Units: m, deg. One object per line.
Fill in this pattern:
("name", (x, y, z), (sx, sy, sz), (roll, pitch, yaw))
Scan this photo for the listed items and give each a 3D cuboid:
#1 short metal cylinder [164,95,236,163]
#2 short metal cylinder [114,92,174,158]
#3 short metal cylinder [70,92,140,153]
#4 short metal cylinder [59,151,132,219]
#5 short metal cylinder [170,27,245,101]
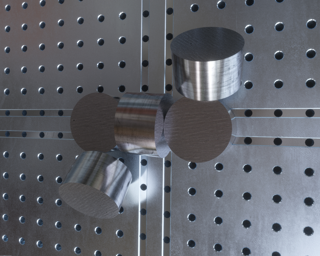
("short metal cylinder", (0.051, 0.000, 0.380), (0.080, 0.050, 0.079), (0, 90, 19))
("short metal cylinder", (-0.016, -0.005, 0.388), (0.050, 0.080, 0.079), (5, 92, 19))
("short metal cylinder", (-0.073, -0.006, 0.423), (0.080, 0.050, 0.079), (0, 90, 19))
("short metal cylinder", (-0.083, 0.075, 0.405), (0.080, 0.050, 0.080), (11, 137, 11))
("short metal cylinder", (0.054, -0.075, 0.357), (0.080, 0.080, 0.050), (9, 135, 19))
